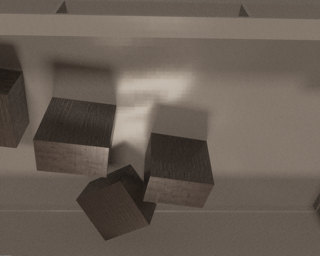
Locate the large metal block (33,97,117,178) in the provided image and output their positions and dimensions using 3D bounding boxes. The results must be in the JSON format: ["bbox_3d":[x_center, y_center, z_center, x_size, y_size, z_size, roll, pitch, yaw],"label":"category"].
[{"bbox_3d":[-0.100,0.010,0.380,0.081,0.080,0.050,7,130,-7],"label":"large metal block"}]

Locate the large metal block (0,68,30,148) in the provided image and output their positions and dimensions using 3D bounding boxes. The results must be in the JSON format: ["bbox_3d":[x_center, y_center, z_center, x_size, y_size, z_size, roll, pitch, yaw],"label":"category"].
[{"bbox_3d":[-0.209,-0.026,0.367,0.081,0.050,0.079,7,130,-7],"label":"large metal block"}]

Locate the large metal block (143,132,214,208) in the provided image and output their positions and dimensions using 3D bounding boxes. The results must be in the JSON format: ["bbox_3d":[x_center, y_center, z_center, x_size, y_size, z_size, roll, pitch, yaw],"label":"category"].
[{"bbox_3d":[0.022,0.057,0.422,0.081,0.080,0.050,9,130,-8],"label":"large metal block"}]

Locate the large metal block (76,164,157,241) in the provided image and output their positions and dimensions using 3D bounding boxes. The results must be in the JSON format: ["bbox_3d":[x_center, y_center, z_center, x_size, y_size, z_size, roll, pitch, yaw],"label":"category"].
[{"bbox_3d":[-0.064,0.113,0.471,0.080,0.050,0.080,-26,104,19],"label":"large metal block"}]
